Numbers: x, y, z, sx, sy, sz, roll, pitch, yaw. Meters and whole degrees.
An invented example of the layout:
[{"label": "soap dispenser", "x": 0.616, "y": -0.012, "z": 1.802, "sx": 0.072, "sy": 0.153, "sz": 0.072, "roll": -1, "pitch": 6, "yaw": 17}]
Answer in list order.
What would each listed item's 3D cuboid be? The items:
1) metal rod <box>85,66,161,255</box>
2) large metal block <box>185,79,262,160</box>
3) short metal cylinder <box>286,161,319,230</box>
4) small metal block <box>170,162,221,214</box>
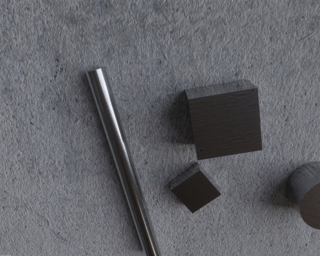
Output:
[{"label": "metal rod", "x": -0.045, "y": 0.063, "z": 0.432, "sx": 0.025, "sy": 0.025, "sz": 0.298, "roll": -13, "pitch": 110, "yaw": 4}, {"label": "large metal block", "x": 0.079, "y": -0.012, "z": 0.393, "sx": 0.080, "sy": 0.050, "sz": 0.079, "roll": -10, "pitch": 110, "yaw": 3}, {"label": "short metal cylinder", "x": 0.226, "y": 0.094, "z": 0.433, "sx": 0.081, "sy": 0.050, "sz": 0.079, "roll": 0, "pitch": 110, "yaw": 0}, {"label": "small metal block", "x": 0.050, "y": 0.085, "z": 0.442, "sx": 0.050, "sy": 0.025, "sz": 0.050, "roll": -37, "pitch": 106, "yaw": 12}]
